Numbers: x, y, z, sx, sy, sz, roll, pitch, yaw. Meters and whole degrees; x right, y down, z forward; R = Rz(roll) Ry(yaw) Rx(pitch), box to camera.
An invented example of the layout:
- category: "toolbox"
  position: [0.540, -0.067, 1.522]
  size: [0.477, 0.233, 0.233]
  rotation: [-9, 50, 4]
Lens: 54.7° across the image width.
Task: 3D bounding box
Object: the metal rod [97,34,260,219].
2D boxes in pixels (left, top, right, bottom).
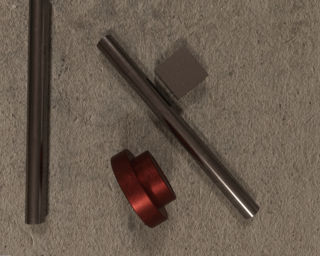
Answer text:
- category: "metal rod"
  position: [0.024, -0.001, 0.410]
  size: [0.025, 0.025, 0.300]
  rotation: [-41, 91, 0]

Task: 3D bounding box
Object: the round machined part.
- category: "round machined part"
  position: [-0.015, 0.066, 0.374]
  size: [0.042, 0.098, 0.098]
  rotation: [-32, 90, 0]

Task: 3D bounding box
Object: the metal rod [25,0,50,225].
- category: "metal rod"
  position: [-0.161, -0.026, 0.407]
  size: [0.025, 0.025, 0.298]
  rotation: [1, 90, -1]

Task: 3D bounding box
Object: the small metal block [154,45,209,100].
- category: "small metal block"
  position: [0.028, -0.072, 0.410]
  size: [0.050, 0.025, 0.050]
  rotation: [-39, 91, 0]
